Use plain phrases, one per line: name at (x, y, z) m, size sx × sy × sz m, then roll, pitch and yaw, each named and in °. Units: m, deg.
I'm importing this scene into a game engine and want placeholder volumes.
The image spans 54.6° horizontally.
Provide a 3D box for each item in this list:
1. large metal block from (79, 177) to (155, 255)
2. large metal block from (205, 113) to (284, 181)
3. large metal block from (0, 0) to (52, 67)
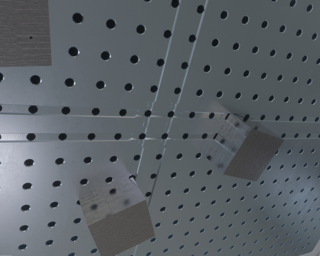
large metal block at (-0.059, 0.129, 0.442) m, size 0.081 × 0.050 × 0.080 m, roll -21°, pitch 127°, yaw -16°
large metal block at (0.132, 0.032, 0.485) m, size 0.080 × 0.050 × 0.080 m, roll 16°, pitch 110°, yaw -35°
large metal block at (-0.138, -0.097, 0.259) m, size 0.081 × 0.050 × 0.079 m, roll -7°, pitch 122°, yaw -25°
